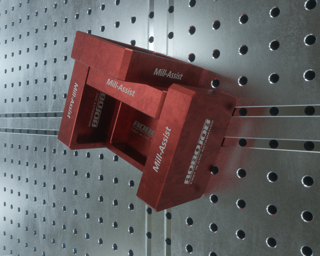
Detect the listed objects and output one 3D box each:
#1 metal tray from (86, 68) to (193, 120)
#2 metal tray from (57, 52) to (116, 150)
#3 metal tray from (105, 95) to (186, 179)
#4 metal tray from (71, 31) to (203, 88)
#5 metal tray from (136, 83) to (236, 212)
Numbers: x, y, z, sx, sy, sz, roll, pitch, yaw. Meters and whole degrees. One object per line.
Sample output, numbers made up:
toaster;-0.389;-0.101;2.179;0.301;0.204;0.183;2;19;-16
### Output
metal tray;-0.015;-0.046;0.380;0.130;0.091;0.030;28;108;36
metal tray;-0.085;-0.036;0.438;0.030;0.091;0.129;27;107;36
metal tray;-0.013;0.010;0.417;0.130;0.030;0.089;28;107;36
metal tray;-0.022;-0.075;0.360;0.090;0.131;0.030;28;108;36
metal tray;0.031;0.021;0.342;0.030;0.091;0.129;27;107;37
